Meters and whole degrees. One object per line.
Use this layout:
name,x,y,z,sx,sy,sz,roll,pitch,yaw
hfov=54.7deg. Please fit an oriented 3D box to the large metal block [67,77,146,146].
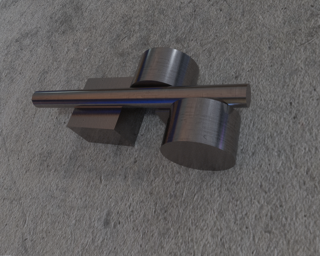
large metal block,-0.070,-0.024,0.435,0.080,0.050,0.080,3,63,29

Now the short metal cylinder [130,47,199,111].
short metal cylinder,0.006,-0.059,0.403,0.080,0.080,0.050,2,63,29

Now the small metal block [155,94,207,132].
small metal block,0.030,-0.018,0.382,0.050,0.050,0.025,1,63,28

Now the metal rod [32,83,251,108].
metal rod,-0.043,-0.037,0.384,0.301,0.025,0.025,2,63,27

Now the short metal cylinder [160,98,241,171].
short metal cylinder,0.045,0.009,0.339,0.080,0.080,0.050,0,62,28
